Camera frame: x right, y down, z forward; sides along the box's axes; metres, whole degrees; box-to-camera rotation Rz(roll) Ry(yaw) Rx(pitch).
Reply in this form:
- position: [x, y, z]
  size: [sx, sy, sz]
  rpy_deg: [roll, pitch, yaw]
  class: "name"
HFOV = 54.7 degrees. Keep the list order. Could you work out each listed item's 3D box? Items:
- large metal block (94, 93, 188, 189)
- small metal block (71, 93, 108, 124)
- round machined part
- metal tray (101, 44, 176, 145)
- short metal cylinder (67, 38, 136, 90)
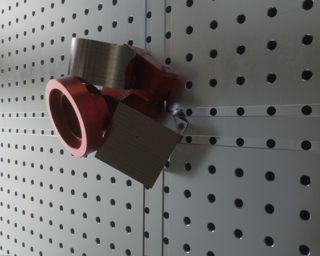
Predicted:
- position: [-0.022, 0.015, 0.386]
  size: [0.080, 0.050, 0.079]
  rpy_deg: [29, 111, 3]
  class: "large metal block"
- position: [-0.106, -0.027, 0.437]
  size: [0.025, 0.050, 0.050]
  rpy_deg: [24, 105, 37]
  class: "small metal block"
- position: [-0.097, -0.017, 0.379]
  size: [0.098, 0.042, 0.097]
  rpy_deg: [28, 130, 40]
  class: "round machined part"
- position: [-0.043, -0.041, 0.440]
  size: [0.090, 0.030, 0.129]
  rpy_deg: [42, 115, 31]
  class: "metal tray"
- position: [-0.074, -0.080, 0.392]
  size: [0.080, 0.081, 0.050]
  rpy_deg: [17, 101, 38]
  class: "short metal cylinder"
